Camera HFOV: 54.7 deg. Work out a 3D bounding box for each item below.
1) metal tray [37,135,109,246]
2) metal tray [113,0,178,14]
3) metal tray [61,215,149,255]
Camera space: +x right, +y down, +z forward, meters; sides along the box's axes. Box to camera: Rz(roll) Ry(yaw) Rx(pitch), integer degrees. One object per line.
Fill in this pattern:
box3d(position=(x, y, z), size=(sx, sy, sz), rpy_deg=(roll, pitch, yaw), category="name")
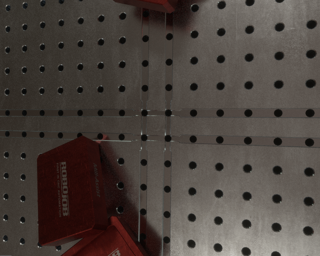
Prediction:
box3d(position=(-0.124, 0.086, 0.428), size=(0.090, 0.030, 0.130), rpy_deg=(-23, 61, 18), category="metal tray")
box3d(position=(-0.009, -0.217, 0.379), size=(0.090, 0.030, 0.129), rpy_deg=(19, 96, 18), category="metal tray")
box3d(position=(-0.083, 0.191, 0.409), size=(0.130, 0.030, 0.090), rpy_deg=(-37, 72, -7), category="metal tray")
